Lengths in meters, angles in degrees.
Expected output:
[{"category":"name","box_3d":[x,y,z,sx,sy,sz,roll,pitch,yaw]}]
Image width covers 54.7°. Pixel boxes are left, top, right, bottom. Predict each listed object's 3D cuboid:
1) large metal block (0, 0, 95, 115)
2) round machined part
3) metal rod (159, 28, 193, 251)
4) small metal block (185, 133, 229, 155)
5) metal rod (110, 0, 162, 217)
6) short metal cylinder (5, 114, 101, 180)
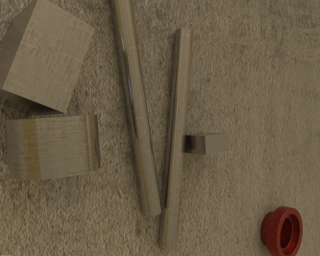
[{"category":"large metal block","box_3d":[-0.111,-0.058,0.277,0.050,0.080,0.080,25,75,-38]},{"category":"round machined part","box_3d":[0.229,0.198,0.590,0.099,0.042,0.097,0,90,-40]},{"category":"metal rod","box_3d":[0.022,0.013,0.425,0.025,0.025,0.298,8,85,-40]},{"category":"small metal block","box_3d":[0.063,0.021,0.444,0.050,0.050,0.025,-5,93,-40]},{"category":"metal rod","box_3d":[-0.030,-0.038,0.380,0.025,0.025,0.298,-14,99,-40]},{"category":"short metal cylinder","box_3d":[-0.098,0.015,0.288,0.081,0.080,0.050,-6,94,-40]}]
